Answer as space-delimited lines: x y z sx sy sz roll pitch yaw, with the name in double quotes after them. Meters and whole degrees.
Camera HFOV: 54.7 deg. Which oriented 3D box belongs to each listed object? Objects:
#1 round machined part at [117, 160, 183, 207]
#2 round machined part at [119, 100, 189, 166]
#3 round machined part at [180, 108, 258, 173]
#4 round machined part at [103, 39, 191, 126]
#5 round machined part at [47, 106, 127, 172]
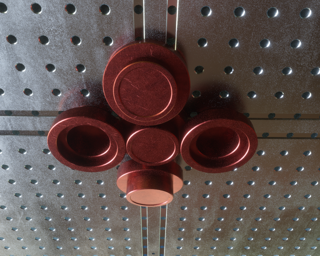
-0.015 0.085 0.457 0.099 0.042 0.098 0 145 0 "round machined part"
-0.009 0.012 0.410 0.099 0.042 0.097 -1 130 0 "round machined part"
0.075 0.012 0.412 0.099 0.042 0.097 -1 130 0 "round machined part"
-0.015 -0.046 0.346 0.099 0.042 0.097 0 116 1 "round machined part"
-0.092 0.011 0.408 0.099 0.042 0.097 -1 130 0 "round machined part"
